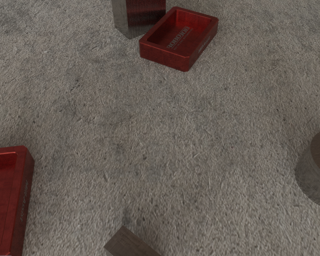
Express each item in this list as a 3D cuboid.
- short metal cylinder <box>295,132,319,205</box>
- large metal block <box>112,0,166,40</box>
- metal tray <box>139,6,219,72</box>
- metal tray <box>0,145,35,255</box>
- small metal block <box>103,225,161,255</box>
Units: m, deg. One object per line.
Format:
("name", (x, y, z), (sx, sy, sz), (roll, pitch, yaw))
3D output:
("short metal cylinder", (0.203, 0.046, 0.350), (0.081, 0.050, 0.080), (0, 50, 0))
("large metal block", (-0.037, -0.216, 0.549), (0.081, 0.080, 0.050), (-29, 56, -22))
("metal tray", (0.034, -0.156, 0.531), (0.090, 0.030, 0.130), (23, 53, 18))
("metal tray", (-0.191, 0.083, 0.328), (0.091, 0.030, 0.130), (-6, 50, -6))
("small metal block", (-0.022, 0.123, 0.283), (0.050, 0.050, 0.025), (31, 57, 23))
